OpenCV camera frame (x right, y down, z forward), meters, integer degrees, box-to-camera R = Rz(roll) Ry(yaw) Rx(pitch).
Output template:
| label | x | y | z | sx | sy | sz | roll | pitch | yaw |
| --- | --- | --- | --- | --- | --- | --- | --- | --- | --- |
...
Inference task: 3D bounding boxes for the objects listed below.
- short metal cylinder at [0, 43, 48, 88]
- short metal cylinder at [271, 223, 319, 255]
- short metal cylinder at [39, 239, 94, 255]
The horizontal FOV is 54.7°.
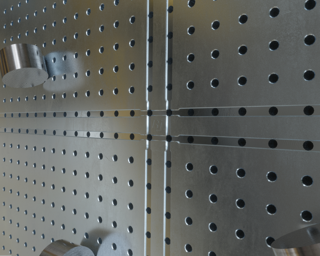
| label | x | y | z | sx | sy | sz | roll | pitch | yaw |
| --- | --- | --- | --- | --- | --- | --- | --- | --- | --- |
| short metal cylinder | -0.259 | -0.116 | 0.588 | 0.080 | 0.081 | 0.050 | -27 | 73 | 37 |
| short metal cylinder | 0.141 | 0.112 | 0.257 | 0.080 | 0.081 | 0.050 | -30 | 72 | 36 |
| short metal cylinder | -0.151 | 0.226 | 0.499 | 0.050 | 0.081 | 0.080 | -1 | 89 | 40 |
